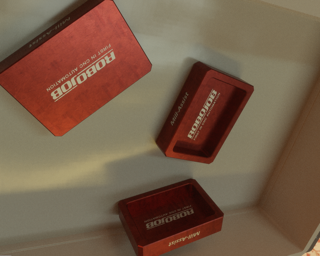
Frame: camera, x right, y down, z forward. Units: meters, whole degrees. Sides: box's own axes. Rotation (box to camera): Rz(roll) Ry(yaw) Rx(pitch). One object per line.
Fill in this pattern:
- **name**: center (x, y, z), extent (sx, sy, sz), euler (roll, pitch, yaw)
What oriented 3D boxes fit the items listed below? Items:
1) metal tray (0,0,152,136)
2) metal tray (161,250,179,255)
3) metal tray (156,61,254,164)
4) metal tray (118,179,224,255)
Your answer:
- **metal tray**: center (-0.084, -0.062, 0.321), extent (0.130, 0.030, 0.090), euler (-37, 129, -4)
- **metal tray**: center (-0.026, 0.281, 0.566), extent (0.131, 0.030, 0.089), euler (-12, 124, -22)
- **metal tray**: center (0.062, -0.016, 0.428), extent (0.091, 0.030, 0.129), euler (14, 111, -34)
- **metal tray**: center (0.014, 0.128, 0.453), extent (0.131, 0.090, 0.030), euler (-13, 124, -21)
